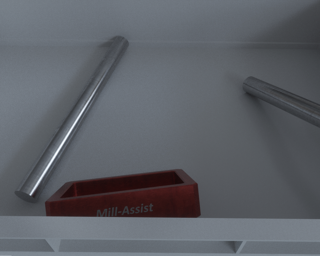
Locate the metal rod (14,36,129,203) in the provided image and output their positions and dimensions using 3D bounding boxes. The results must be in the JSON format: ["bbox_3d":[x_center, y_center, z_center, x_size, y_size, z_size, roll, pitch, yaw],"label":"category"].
[{"bbox_3d":[-0.106,-0.035,0.432,0.025,0.025,0.300,13,51,10],"label":"metal rod"}]

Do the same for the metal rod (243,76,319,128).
[{"bbox_3d":[0.199,-0.004,0.344,0.025,0.025,0.300,-21,33,-17],"label":"metal rod"}]

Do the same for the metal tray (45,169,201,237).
[{"bbox_3d":[-0.034,0.069,0.306,0.131,0.090,0.030,-6,92,-6],"label":"metal tray"}]
